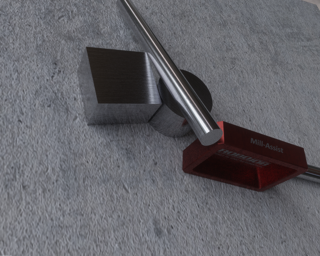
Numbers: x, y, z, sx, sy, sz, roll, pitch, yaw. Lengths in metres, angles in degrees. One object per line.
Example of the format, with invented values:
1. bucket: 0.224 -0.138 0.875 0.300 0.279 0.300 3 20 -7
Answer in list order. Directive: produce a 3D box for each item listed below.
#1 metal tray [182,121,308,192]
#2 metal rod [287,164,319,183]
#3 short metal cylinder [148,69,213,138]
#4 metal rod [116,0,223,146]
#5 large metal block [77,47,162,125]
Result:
1. metal tray: 0.106 0.041 0.395 0.131 0.090 0.030 17 55 -19
2. metal rod: 0.191 0.058 0.473 0.302 0.025 0.025 15 56 -20
3. short metal cylinder: 0.024 -0.033 0.423 0.081 0.050 0.080 14 56 -21
4. metal rod: -0.003 -0.095 0.407 0.025 0.025 0.300 -2 46 -30
5. large metal block: -0.053 -0.052 0.392 0.081 0.050 0.080 -2 63 -30
